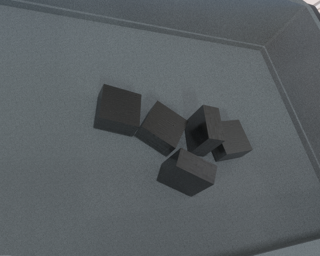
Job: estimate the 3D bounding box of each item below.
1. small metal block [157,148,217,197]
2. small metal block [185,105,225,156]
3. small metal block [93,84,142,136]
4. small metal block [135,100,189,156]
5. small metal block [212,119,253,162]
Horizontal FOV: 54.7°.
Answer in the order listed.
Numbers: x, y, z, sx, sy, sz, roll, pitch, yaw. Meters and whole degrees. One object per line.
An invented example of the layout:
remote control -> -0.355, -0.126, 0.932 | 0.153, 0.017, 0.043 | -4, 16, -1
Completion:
small metal block -> 0.032, 0.054, 0.372 | 0.050, 0.050, 0.025 | 27, 53, -12
small metal block -> 0.059, 0.004, 0.418 | 0.025, 0.050, 0.050 | 10, 58, -24
small metal block -> -0.052, -0.022, 0.389 | 0.050, 0.025, 0.050 | 14, 56, -21
small metal block -> 0.003, 0.000, 0.405 | 0.050, 0.025, 0.050 | 34, 51, -7
small metal block -> 0.098, 0.017, 0.447 | 0.050, 0.025, 0.050 | -6, 65, -31
